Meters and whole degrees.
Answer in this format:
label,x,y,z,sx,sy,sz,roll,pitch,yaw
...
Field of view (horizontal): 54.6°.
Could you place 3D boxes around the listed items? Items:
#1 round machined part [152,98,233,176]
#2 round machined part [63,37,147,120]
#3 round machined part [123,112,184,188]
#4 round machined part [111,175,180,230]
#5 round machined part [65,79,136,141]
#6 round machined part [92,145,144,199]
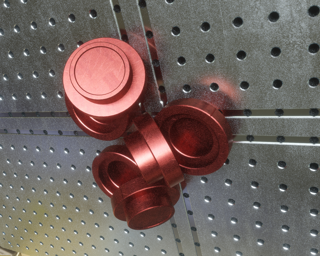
label,x,y,z,sx,sy,sz,roll,pitch,yaw
round machined part,0.041,0.007,0.383,0.098,0.042,0.097,13,124,21
round machined part,-0.065,-0.061,0.362,0.098,0.042,0.098,0,82,2
round machined part,-0.012,0.032,0.388,0.042,0.098,0.098,-29,107,-6
round machined part,-0.017,0.110,0.441,0.099,0.042,0.098,-13,142,-11
round machined part,-0.075,-0.035,0.418,0.098,0.042,0.097,13,124,21
round machined part,-0.050,0.066,0.467,0.098,0.042,0.097,13,124,21
